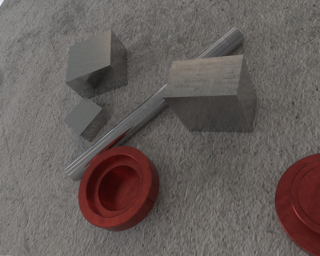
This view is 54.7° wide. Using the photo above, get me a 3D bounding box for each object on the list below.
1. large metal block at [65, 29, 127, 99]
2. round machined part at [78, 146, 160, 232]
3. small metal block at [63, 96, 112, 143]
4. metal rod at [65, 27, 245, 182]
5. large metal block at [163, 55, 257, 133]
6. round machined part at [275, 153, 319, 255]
[{"bbox_3d":[-0.101,-0.102,0.504,0.080,0.050,0.080,-17,55,18],"label":"large metal block"},{"bbox_3d":[-0.045,0.074,0.371,0.098,0.042,0.098,-13,56,21],"label":"round machined part"},{"bbox_3d":[-0.110,-0.014,0.471,0.050,0.025,0.050,32,79,38],"label":"small metal block"},{"bbox_3d":[-0.007,-0.032,0.427,0.300,0.025,0.025,-40,51,1],"label":"metal rod"},{"bbox_3d":[0.061,-0.036,0.358,0.080,0.080,0.050,1,62,28],"label":"large metal block"},{"bbox_3d":[0.153,0.065,0.273,0.098,0.042,0.098,-13,56,21],"label":"round machined part"}]
